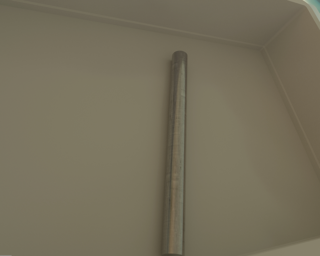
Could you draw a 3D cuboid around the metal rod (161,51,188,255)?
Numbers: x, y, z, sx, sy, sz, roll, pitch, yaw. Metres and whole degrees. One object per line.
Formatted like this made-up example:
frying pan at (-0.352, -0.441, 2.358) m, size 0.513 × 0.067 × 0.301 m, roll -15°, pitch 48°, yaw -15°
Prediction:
metal rod at (0.023, 0.011, 0.412) m, size 0.025 × 0.025 × 0.300 m, roll 17°, pitch 55°, yaw -19°
